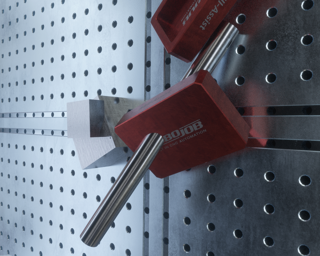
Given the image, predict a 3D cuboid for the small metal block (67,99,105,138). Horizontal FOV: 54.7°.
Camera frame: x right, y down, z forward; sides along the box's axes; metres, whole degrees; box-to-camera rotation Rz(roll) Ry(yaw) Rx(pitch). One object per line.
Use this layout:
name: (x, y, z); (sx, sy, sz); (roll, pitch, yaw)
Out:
small metal block: (-0.103, -0.012, 0.426); (0.050, 0.025, 0.050); (-3, 88, 39)

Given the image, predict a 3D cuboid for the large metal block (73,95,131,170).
large metal block: (-0.084, 0.008, 0.460); (0.080, 0.050, 0.080); (-33, 70, 35)

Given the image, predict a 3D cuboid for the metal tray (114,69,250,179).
metal tray: (0.022, 0.002, 0.354); (0.130, 0.030, 0.090); (-27, 112, 36)

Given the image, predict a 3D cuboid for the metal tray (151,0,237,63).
metal tray: (0.045, -0.150, 0.345); (0.129, 0.030, 0.090); (-52, 37, 27)

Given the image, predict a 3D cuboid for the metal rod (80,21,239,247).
metal rod: (-0.004, 0.011, 0.360); (0.025, 0.025, 0.299); (37, 97, 33)
